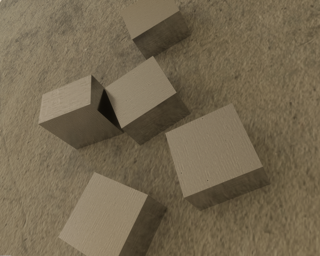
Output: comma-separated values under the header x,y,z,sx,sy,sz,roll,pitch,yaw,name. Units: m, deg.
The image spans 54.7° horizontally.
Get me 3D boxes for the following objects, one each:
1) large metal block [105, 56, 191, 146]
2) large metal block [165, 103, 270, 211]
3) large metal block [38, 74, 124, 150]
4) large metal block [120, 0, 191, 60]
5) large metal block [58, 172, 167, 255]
x,y,z,sx,sy,sz,roll,pitch,yaw,name
-0.018,-0.037,0.419,0.080,0.050,0.080,-33,52,6,large metal block
0.061,0.032,0.336,0.080,0.050,0.080,-25,53,12,large metal block
-0.107,-0.019,0.435,0.080,0.080,0.050,-19,55,17,large metal block
-0.008,-0.167,0.493,0.080,0.050,0.080,-29,52,9,large metal block
-0.051,0.106,0.348,0.080,0.050,0.080,15,69,34,large metal block
